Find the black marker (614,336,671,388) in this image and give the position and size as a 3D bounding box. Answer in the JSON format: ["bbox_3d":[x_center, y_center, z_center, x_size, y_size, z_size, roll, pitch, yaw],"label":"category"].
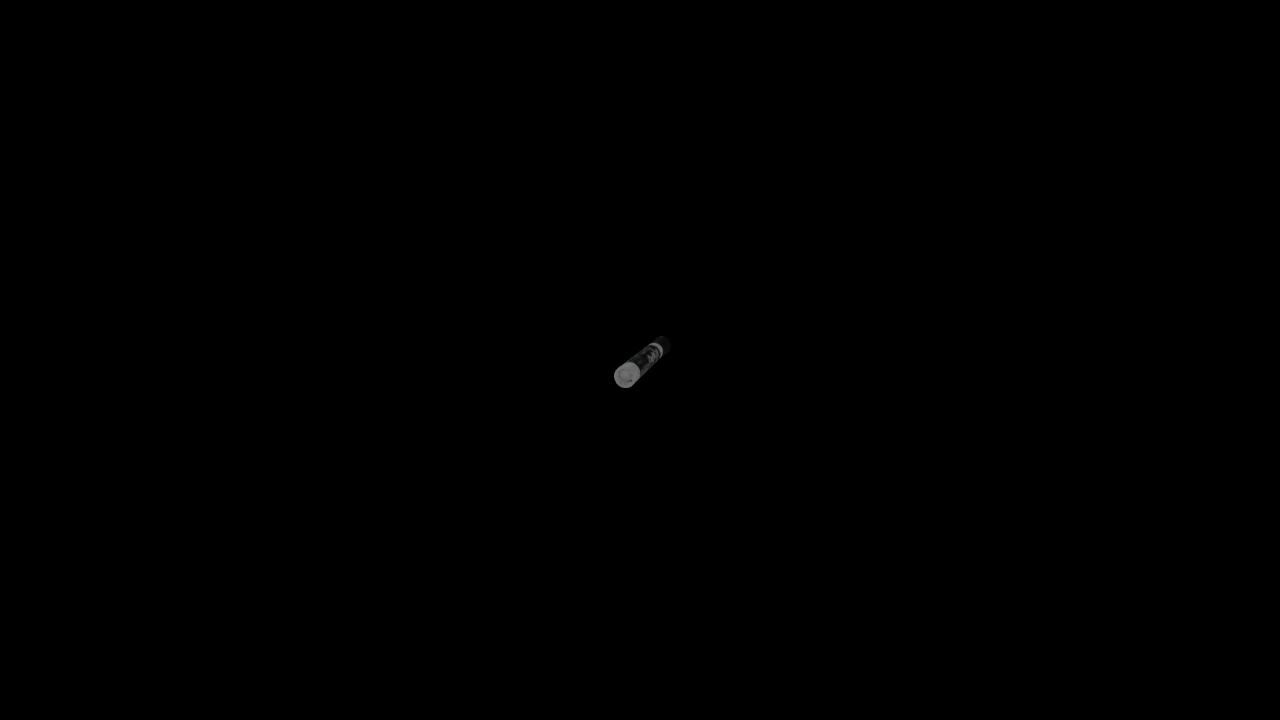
[{"bbox_3d":[0.005,-0.001,0.553,0.020,0.020,0.121,0,14,18],"label":"black marker"}]
